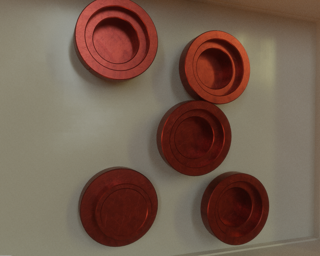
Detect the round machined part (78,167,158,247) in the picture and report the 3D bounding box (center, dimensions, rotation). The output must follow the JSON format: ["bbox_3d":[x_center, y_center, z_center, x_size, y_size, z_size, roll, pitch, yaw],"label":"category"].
[{"bbox_3d":[-0.049,0.099,0.384,0.099,0.042,0.097,0,90,-20],"label":"round machined part"}]

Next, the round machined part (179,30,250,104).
[{"bbox_3d":[0.071,-0.080,0.427,0.099,0.042,0.097,0,90,-20],"label":"round machined part"}]

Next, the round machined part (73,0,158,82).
[{"bbox_3d":[-0.056,-0.105,0.381,0.099,0.042,0.097,0,90,-20],"label":"round machined part"}]

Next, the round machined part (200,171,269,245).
[{"bbox_3d":[0.101,0.110,0.439,0.099,0.042,0.097,0,90,-20],"label":"round machined part"}]

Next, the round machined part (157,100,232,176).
[{"bbox_3d":[0.042,0.012,0.414,0.099,0.042,0.097,-2,96,-19],"label":"round machined part"}]
